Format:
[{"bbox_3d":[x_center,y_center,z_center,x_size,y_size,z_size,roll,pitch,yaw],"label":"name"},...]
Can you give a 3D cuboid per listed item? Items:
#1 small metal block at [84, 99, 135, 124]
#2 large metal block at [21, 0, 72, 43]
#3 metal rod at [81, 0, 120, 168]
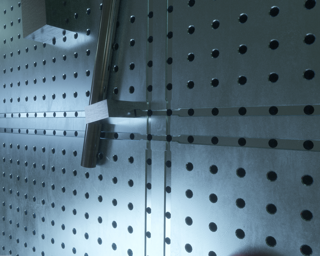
[{"bbox_3d":[-0.074,-0.023,0.454,0.050,0.050,0.025,-13,82,39],"label":"small metal block"},{"bbox_3d":[-0.208,-0.208,0.565,0.080,0.050,0.080,-8,85,39],"label":"large metal block"},{"bbox_3d":[-0.092,-0.084,0.485,0.025,0.025,0.298,16,100,39],"label":"metal rod"}]
